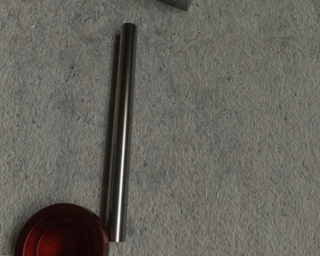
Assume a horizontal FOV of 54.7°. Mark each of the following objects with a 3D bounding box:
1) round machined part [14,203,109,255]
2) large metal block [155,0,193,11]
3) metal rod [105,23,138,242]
[{"bbox_3d":[-0.105,0.135,0.345,0.099,0.042,0.098,-2,71,5],"label":"round machined part"},{"bbox_3d":[0.023,-0.242,0.483,0.080,0.050,0.080,22,71,8],"label":"large metal block"},{"bbox_3d":[-0.049,-0.009,0.410,0.025,0.025,0.299,1,70,0],"label":"metal rod"}]
